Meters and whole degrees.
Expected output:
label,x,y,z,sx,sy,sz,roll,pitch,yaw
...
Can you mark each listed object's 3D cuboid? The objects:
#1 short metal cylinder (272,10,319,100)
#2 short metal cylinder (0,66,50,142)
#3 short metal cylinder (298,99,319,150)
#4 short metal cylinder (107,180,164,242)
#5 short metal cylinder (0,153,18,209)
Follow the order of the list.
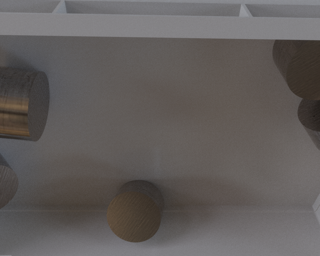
label,x,y,z,sx,sy,sz,roll,pitch,yaw
short metal cylinder,0.168,-0.077,0.330,0.081,0.050,0.079,0,130,0
short metal cylinder,-0.161,-0.027,0.348,0.050,0.080,0.079,6,130,-6
short metal cylinder,0.213,-0.013,0.366,0.080,0.080,0.050,-30,124,23
short metal cylinder,-0.036,0.127,0.478,0.080,0.050,0.079,1,100,6
short metal cylinder,-0.245,0.073,0.425,0.081,0.050,0.079,-26,132,-33
